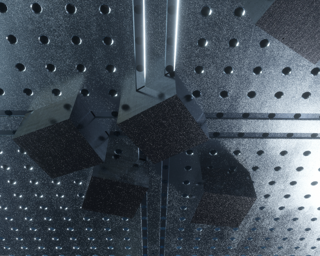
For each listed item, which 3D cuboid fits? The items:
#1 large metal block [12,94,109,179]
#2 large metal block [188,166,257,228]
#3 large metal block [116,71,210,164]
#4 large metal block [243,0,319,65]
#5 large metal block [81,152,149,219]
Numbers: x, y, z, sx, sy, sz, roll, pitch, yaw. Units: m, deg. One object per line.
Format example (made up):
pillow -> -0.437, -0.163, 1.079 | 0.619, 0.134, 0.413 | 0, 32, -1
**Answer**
large metal block -> -0.125, 0.013, 0.405 | 0.080, 0.050, 0.080 | -18, 128, 14
large metal block -> 0.095, 0.111, 0.491 | 0.081, 0.050, 0.079 | 8, 130, -8
large metal block -> 0.005, -0.011, 0.386 | 0.080, 0.050, 0.080 | -26, 126, 20
large metal block -> 0.142, -0.121, 0.294 | 0.080, 0.050, 0.080 | 25, 126, -20
large metal block -> -0.067, 0.087, 0.468 | 0.081, 0.050, 0.079 | 15, 129, -13
